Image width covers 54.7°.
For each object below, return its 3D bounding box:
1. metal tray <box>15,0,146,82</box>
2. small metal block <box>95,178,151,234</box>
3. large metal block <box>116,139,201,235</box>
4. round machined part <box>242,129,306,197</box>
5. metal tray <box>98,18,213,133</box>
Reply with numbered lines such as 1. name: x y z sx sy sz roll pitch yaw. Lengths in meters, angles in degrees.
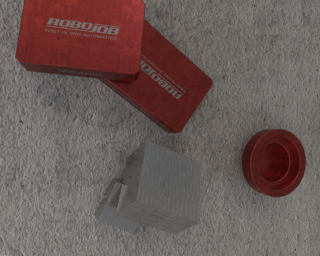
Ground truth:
1. metal tray: -0.086 -0.105 0.352 0.131 0.030 0.090 5 80 -6
2. small metal block: -0.047 0.098 0.392 0.050 0.025 0.050 28 81 -18
3. large metal block: 0.001 0.072 0.375 0.080 0.050 0.080 25 47 -20
4. round machined part: 0.163 0.050 0.460 0.099 0.042 0.097 0 90 -20
5. metal tray: -0.005 -0.065 0.404 0.130 0.030 0.090 38 78 -16
